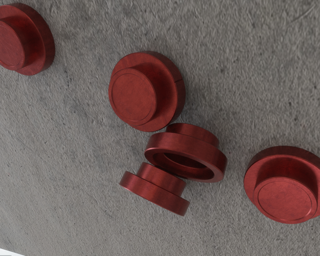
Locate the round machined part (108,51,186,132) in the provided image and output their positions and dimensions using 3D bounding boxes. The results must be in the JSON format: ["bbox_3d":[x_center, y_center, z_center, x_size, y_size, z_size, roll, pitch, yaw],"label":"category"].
[{"bbox_3d":[-0.022,-0.041,0.371,0.098,0.042,0.097,12,114,28],"label":"round machined part"}]

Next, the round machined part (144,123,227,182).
[{"bbox_3d":[0.034,0.028,0.377,0.098,0.042,0.098,17,157,8],"label":"round machined part"}]

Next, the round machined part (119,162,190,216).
[{"bbox_3d":[-0.003,0.080,0.425,0.098,0.042,0.098,25,169,5],"label":"round machined part"}]

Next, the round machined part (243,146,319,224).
[{"bbox_3d":[0.148,0.073,0.363,0.098,0.042,0.097,13,124,21],"label":"round machined part"}]

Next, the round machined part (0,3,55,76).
[{"bbox_3d":[-0.199,-0.118,0.428,0.098,0.042,0.097,13,124,21],"label":"round machined part"}]
